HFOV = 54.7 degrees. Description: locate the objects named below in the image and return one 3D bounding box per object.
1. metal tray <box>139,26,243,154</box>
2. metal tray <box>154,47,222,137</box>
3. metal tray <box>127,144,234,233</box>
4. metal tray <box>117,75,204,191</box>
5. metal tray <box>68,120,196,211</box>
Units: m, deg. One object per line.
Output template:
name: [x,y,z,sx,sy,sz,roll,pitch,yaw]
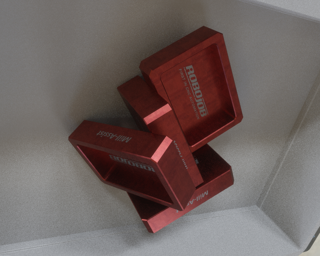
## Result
metal tray: [0.042,-0.040,0.364,0.090,0.030,0.130,-32,128,-8]
metal tray: [0.050,-0.041,0.409,0.090,0.030,0.129,-29,128,-8]
metal tray: [0.021,0.071,0.422,0.131,0.090,0.030,-29,129,-11]
metal tray: [0.002,0.010,0.372,0.030,0.090,0.130,-32,129,-8]
metal tray: [-0.033,0.040,0.349,0.030,0.130,0.090,-54,136,-30]
